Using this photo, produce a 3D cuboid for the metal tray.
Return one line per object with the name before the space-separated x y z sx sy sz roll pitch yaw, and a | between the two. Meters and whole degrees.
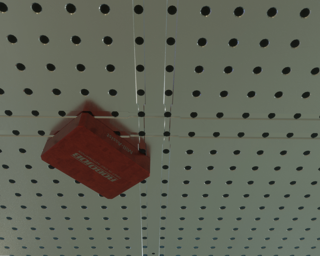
metal tray | -0.088 0.045 0.446 0.090 0.030 0.130 -35 123 25
